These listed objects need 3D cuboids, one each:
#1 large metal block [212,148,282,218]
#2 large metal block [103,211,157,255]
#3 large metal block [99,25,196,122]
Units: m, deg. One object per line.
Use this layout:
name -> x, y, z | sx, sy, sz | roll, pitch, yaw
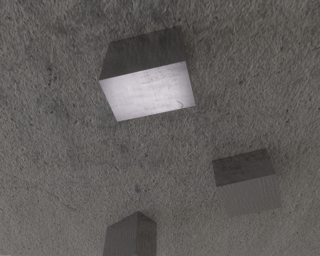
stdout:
large metal block -> 0.130, 0.084, 0.463 | 0.080, 0.050, 0.080 | -15, 129, 12
large metal block -> -0.053, 0.207, 0.546 | 0.080, 0.080, 0.050 | -34, 123, 25
large metal block -> -0.011, -0.058, 0.321 | 0.080, 0.080, 0.050 | -11, 129, 9
